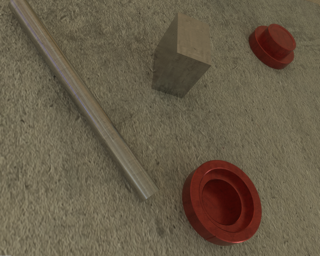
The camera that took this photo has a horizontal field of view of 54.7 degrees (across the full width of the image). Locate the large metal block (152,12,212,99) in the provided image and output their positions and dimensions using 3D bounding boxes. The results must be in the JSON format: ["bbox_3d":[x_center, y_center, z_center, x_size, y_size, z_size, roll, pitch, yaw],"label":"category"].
[{"bbox_3d":[0.029,-0.103,0.447,0.050,0.080,0.080,16,55,-19],"label":"large metal block"}]

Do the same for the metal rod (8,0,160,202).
[{"bbox_3d":[-0.097,-0.042,0.376,0.025,0.025,0.299,-29,78,-37],"label":"metal rod"}]

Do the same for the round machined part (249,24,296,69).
[{"bbox_3d":[0.231,-0.169,0.621,0.099,0.042,0.098,14,56,-21],"label":"round machined part"}]

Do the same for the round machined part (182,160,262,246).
[{"bbox_3d":[0.070,0.092,0.374,0.099,0.042,0.098,14,56,-21],"label":"round machined part"}]
